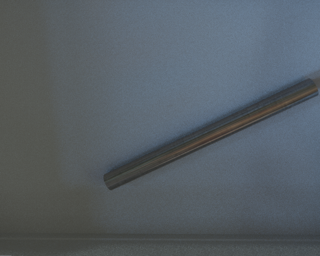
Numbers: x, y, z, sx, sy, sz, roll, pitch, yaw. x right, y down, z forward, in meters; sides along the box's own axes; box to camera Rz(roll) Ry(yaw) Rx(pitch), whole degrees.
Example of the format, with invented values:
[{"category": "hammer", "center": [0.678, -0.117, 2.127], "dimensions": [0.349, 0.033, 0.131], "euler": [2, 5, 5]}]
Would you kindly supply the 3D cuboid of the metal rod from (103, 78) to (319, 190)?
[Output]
[{"category": "metal rod", "center": [0.061, 0.012, 0.416], "dimensions": [0.301, 0.025, 0.025], "euler": [-26, 108, 8]}]
